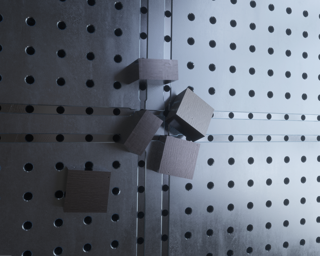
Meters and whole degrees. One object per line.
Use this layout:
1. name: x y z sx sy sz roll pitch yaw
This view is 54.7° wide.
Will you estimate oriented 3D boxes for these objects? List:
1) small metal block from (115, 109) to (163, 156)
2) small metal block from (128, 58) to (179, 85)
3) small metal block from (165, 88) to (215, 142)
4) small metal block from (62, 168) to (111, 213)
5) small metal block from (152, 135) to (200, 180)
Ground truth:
1. small metal block: -0.028 0.005 0.390 0.025 0.050 0.050 36 78 -17
2. small metal block: -0.010 -0.071 0.397 0.050 0.050 0.025 -2 91 -20
3. small metal block: 0.041 -0.018 0.419 0.050 0.025 0.050 37 53 -17
4. small metal block: -0.090 0.076 0.380 0.050 0.025 0.050 6 88 -20
5. small metal block: 0.022 0.040 0.422 0.050 0.025 0.050 15 85 -20
